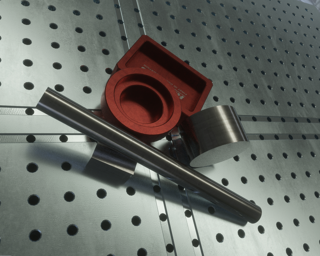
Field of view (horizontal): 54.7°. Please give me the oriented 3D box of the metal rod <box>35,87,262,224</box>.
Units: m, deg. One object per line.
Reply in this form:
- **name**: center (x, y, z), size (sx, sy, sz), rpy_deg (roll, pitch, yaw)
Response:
- **metal rod**: center (0.004, 0.042, 0.360), size (0.301, 0.025, 0.025), rpy_deg (31, 51, -20)

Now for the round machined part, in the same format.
- **round machined part**: center (-0.026, -0.025, 0.389), size (0.099, 0.042, 0.098), rpy_deg (12, 57, -19)

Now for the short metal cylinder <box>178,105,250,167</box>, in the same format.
- **short metal cylinder**: center (0.069, 0.012, 0.403), size (0.081, 0.080, 0.050), rpy_deg (-4, 64, -30)

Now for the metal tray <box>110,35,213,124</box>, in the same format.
- **metal tray**: center (0.006, -0.068, 0.450), size (0.130, 0.030, 0.090), rpy_deg (34, 51, -6)

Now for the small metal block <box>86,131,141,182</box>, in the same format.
- **small metal block**: center (-0.052, 0.028, 0.364), size (0.050, 0.025, 0.050), rpy_deg (25, 53, -13)
